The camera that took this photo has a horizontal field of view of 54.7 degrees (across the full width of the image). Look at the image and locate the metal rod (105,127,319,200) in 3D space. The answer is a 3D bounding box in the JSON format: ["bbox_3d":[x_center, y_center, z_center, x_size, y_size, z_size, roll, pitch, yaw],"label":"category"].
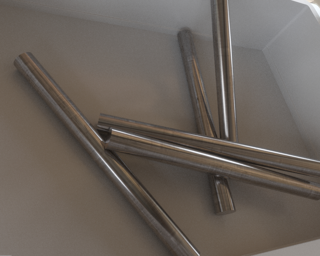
[{"bbox_3d":[0.081,0.050,0.385,0.302,0.025,0.025,16,55,-19],"label":"metal rod"}]

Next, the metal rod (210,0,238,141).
[{"bbox_3d":[0.088,-0.094,0.429,0.025,0.025,0.298,-3,89,-30],"label":"metal rod"}]

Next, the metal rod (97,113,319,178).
[{"bbox_3d":[0.071,0.025,0.397,0.302,0.025,0.025,12,56,-10],"label":"metal rod"}]

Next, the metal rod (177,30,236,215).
[{"bbox_3d":[0.062,-0.026,0.454,0.025,0.025,0.299,6,59,-26],"label":"metal rod"}]

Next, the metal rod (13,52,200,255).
[{"bbox_3d":[-0.064,0.031,0.351,0.300,0.025,0.025,49,51,6],"label":"metal rod"}]
